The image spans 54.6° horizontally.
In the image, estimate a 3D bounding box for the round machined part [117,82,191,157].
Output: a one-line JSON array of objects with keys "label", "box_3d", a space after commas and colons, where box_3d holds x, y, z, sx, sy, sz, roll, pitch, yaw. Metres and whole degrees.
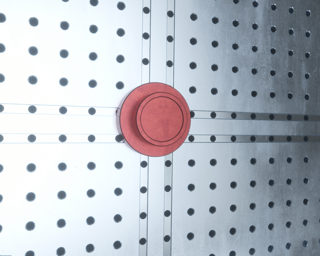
[{"label": "round machined part", "box_3d": [-0.004, -0.011, 0.402, 0.099, 0.042, 0.097, 0, 90, -20]}]
